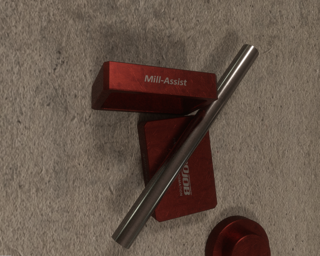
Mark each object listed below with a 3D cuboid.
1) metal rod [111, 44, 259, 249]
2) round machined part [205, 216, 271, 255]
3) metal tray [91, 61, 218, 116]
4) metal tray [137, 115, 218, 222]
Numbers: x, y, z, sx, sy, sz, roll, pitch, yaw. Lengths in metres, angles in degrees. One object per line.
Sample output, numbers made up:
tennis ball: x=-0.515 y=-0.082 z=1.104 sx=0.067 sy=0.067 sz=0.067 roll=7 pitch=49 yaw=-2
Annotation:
metal rod: x=0.039 y=0.014 z=0.392 sx=0.025 sy=0.025 sz=0.300 roll=39 pitch=78 yaw=-16
round machined part: x=0.119 y=0.181 z=0.446 sx=0.099 sy=0.042 sz=0.097 roll=0 pitch=90 yaw=-21
metal tray: x=-0.009 y=-0.042 z=0.369 sx=0.131 sy=0.090 sz=0.030 roll=3 pitch=79 yaw=-20
metal tray: x=0.024 y=0.050 z=0.417 sx=0.091 sy=0.030 sz=0.129 roll=-8 pitch=93 yaw=-20
